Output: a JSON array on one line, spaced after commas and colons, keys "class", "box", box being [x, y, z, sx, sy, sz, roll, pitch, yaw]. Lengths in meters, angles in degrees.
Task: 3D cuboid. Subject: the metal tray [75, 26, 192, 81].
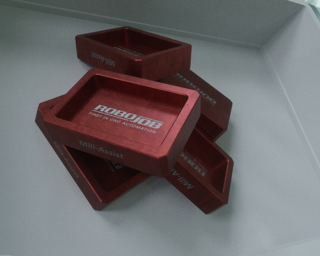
[{"class": "metal tray", "box": [-0.036, -0.098, 0.399, 0.091, 0.030, 0.130, -26, 40, -37]}]

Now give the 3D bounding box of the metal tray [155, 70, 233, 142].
[{"class": "metal tray", "box": [0.039, -0.046, 0.437, 0.130, 0.030, 0.090, 36, 34, -5]}]

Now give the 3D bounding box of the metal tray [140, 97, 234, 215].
[{"class": "metal tray", "box": [0.030, 0.029, 0.374, 0.130, 0.030, 0.090, 43, 32, -8]}]

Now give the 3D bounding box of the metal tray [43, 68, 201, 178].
[{"class": "metal tray", "box": [-0.035, -0.011, 0.309, 0.130, 0.030, 0.090, 16, 51, 20]}]

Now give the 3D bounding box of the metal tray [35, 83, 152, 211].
[{"class": "metal tray", "box": [-0.069, 0.016, 0.356, 0.091, 0.030, 0.130, -29, 78, -38]}]
